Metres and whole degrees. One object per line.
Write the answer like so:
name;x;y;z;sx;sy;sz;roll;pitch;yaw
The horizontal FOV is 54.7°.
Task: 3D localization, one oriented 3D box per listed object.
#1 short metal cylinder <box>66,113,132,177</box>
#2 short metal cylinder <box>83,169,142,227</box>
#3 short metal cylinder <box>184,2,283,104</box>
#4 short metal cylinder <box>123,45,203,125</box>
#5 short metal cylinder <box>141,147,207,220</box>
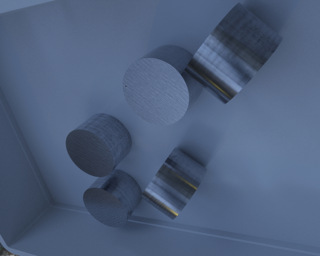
short metal cylinder;-0.089;0.025;0.455;0.080;0.050;0.079;13;124;21
short metal cylinder;-0.076;0.113;0.503;0.080;0.050;0.079;13;124;21
short metal cylinder;0.068;-0.069;0.294;0.050;0.080;0.080;40;129;1
short metal cylinder;0.005;-0.050;0.359;0.080;0.050;0.079;13;124;21
short metal cylinder;0.018;0.072;0.408;0.050;0.080;0.079;35;129;5
